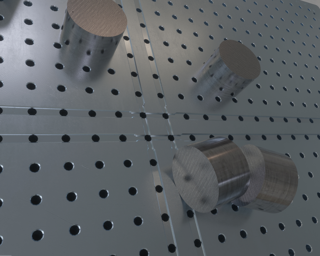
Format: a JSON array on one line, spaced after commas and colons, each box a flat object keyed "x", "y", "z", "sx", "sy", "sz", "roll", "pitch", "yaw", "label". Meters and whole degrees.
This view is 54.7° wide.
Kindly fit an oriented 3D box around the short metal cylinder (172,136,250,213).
[{"x": 0.059, "y": 0.054, "z": 0.371, "sx": 0.050, "sy": 0.080, "sz": 0.080, "roll": -13, "pitch": 69, "yaw": -34, "label": "short metal cylinder"}]

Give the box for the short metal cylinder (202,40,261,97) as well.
[{"x": 0.119, "y": -0.099, "z": 0.516, "sx": 0.081, "sy": 0.050, "sz": 0.080, "roll": 14, "pitch": 56, "yaw": -21, "label": "short metal cylinder"}]

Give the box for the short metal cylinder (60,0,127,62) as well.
[{"x": -0.092, "y": -0.139, "z": 0.427, "sx": 0.081, "sy": 0.050, "sz": 0.080, "roll": 14, "pitch": 56, "yaw": -21, "label": "short metal cylinder"}]

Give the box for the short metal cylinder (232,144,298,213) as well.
[{"x": 0.129, "y": 0.066, "z": 0.402, "sx": 0.050, "sy": 0.080, "sz": 0.080, "roll": 16, "pitch": 55, "yaw": -19, "label": "short metal cylinder"}]
